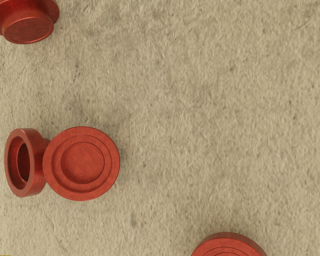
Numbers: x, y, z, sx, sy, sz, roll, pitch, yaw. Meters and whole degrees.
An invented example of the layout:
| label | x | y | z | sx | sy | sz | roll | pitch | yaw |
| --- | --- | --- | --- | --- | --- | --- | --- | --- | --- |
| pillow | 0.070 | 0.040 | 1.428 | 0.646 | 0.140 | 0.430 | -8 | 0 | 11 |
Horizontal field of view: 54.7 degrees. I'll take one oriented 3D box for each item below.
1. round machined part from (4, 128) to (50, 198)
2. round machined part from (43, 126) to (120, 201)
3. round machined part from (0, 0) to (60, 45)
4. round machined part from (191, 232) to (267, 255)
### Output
| label | x | y | z | sx | sy | sz | roll | pitch | yaw |
| --- | --- | --- | --- | --- | --- | --- | --- | --- | --- |
| round machined part | -0.186 | 0.049 | 0.452 | 0.098 | 0.042 | 0.097 | 1 | 91 | 42 |
| round machined part | -0.104 | 0.046 | 0.422 | 0.099 | 0.042 | 0.097 | 0 | 89 | -7 |
| round machined part | -0.190 | -0.153 | 0.435 | 0.098 | 0.098 | 0.042 | -24 | 82 | 18 |
| round machined part | 0.085 | 0.173 | 0.370 | 0.098 | 0.042 | 0.097 | 0 | 90 | 19 |
